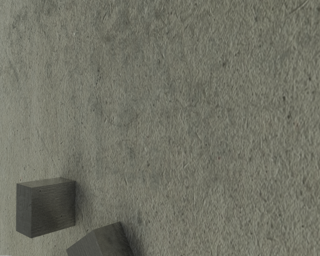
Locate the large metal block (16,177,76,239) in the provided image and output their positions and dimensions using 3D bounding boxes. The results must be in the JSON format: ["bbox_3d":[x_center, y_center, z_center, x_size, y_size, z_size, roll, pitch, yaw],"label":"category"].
[{"bbox_3d":[-0.194,0.132,0.529,0.050,0.081,0.079,2,91,40],"label":"large metal block"}]

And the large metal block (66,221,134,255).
[{"bbox_3d":[-0.085,0.198,0.459,0.080,0.050,0.080,-41,65,32],"label":"large metal block"}]
